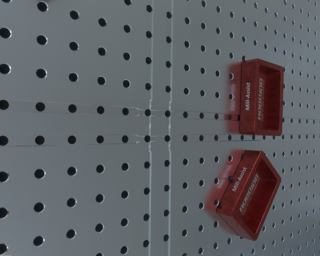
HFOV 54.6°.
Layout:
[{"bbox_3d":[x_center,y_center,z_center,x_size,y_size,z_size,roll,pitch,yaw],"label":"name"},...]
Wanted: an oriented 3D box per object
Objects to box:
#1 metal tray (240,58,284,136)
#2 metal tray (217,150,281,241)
[{"bbox_3d":[0.185,-0.052,0.558,0.091,0.030,0.129,4,88,-40],"label":"metal tray"},{"bbox_3d":[0.158,0.114,0.536,0.090,0.030,0.130,49,61,-29],"label":"metal tray"}]
